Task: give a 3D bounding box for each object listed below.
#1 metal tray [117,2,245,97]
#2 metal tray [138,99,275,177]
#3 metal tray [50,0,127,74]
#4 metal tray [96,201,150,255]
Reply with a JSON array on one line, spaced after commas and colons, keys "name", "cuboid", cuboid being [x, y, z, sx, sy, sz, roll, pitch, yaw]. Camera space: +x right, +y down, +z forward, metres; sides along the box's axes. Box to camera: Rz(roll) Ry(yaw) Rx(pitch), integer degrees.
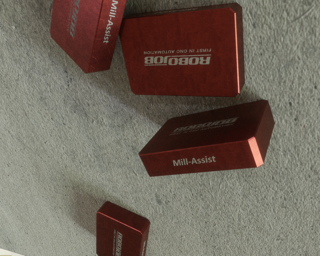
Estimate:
[{"name": "metal tray", "cuboid": [0.023, -0.082, 0.341, 0.130, 0.030, 0.089, 4, 121, 26]}, {"name": "metal tray", "cuboid": [0.052, 0.012, 0.344, 0.130, 0.090, 0.030, -11, 113, 32]}, {"name": "metal tray", "cuboid": [-0.080, -0.138, 0.340, 0.090, 0.030, 0.129, 45, 133, 26]}, {"name": "metal tray", "cuboid": [-0.070, 0.202, 0.566, 0.090, 0.030, 0.129, 20, 126, 16]}]
